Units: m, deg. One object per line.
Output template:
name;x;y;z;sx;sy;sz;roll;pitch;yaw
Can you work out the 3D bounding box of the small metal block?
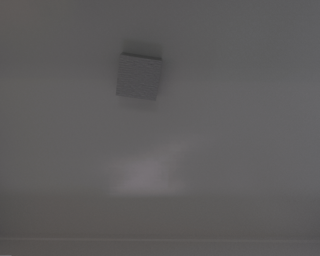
small metal block;-0.026;-0.064;0.387;0.050;0.025;0.050;8;110;-3
